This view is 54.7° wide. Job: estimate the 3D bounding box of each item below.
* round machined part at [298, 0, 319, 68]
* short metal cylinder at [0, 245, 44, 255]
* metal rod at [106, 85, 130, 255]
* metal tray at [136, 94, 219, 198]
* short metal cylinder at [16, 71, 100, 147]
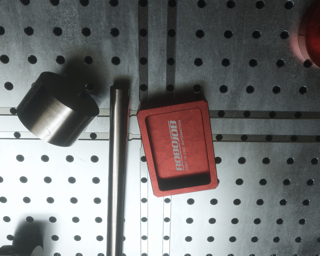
[{"bbox_3d":[0.221,-0.113,0.364,0.099,0.042,0.097,0,110,0],"label":"round machined part"},{"bbox_3d":[-0.213,0.218,0.462,0.050,0.080,0.079,2,110,-1],"label":"short metal cylinder"},{"bbox_3d":[-0.062,0.088,0.444,0.025,0.025,0.298,4,110,-2],"label":"metal rod"},{"bbox_3d":[0.025,0.026,0.420,0.090,0.030,0.129,-9,110,3],"label":"metal tray"},{"bbox_3d":[-0.121,-0.023,0.374,0.080,0.080,0.050,38,106,-13],"label":"short metal cylinder"}]
